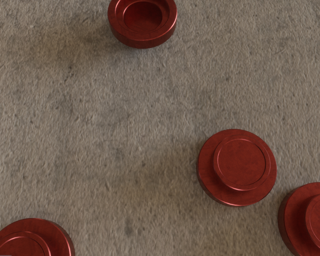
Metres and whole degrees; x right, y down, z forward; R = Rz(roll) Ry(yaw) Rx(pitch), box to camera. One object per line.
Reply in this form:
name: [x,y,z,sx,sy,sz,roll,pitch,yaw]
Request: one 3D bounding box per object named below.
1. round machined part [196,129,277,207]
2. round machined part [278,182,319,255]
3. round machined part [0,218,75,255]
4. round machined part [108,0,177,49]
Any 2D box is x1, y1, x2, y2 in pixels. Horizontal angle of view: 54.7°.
round machined part: [0.096,0.046,0.383,0.099,0.042,0.098,0,70,-1]
round machined part: [0.194,0.112,0.361,0.099,0.042,0.098,0,70,-1]
round machined part: [-0.149,0.150,0.342,0.099,0.042,0.098,0,70,-1]
round machined part: [-0.025,-0.158,0.456,0.099,0.042,0.098,0,70,-1]
